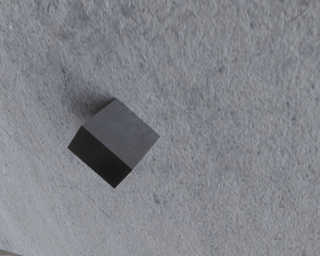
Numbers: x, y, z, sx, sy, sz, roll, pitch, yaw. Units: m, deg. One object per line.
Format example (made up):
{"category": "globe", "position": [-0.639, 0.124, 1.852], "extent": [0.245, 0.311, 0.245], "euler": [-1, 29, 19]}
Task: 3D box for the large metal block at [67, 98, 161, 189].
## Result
{"category": "large metal block", "position": [-0.059, 0.018, 0.412], "extent": [0.080, 0.080, 0.050], "euler": [41, 129, -1]}
